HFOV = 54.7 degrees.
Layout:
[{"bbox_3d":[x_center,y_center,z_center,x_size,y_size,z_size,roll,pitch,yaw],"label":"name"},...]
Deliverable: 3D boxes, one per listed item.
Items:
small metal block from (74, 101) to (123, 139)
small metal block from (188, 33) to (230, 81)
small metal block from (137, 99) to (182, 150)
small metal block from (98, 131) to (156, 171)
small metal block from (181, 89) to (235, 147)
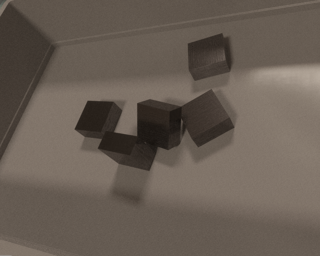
[{"bbox_3d":[-0.091,-0.012,0.459,0.050,0.025,0.050,5,64,30],"label":"small metal block"},{"bbox_3d":[0.067,-0.098,0.430,0.050,0.025,0.050,-12,57,21],"label":"small metal block"},{"bbox_3d":[-0.001,-0.005,0.391,0.050,0.050,0.025,16,26,34],"label":"small metal block"},{"bbox_3d":[-0.041,0.029,0.392,0.050,0.050,0.025,8,66,31],"label":"small metal block"},{"bbox_3d":[0.056,-0.012,0.383,0.050,0.025,0.050,-30,52,8],"label":"small metal block"}]
